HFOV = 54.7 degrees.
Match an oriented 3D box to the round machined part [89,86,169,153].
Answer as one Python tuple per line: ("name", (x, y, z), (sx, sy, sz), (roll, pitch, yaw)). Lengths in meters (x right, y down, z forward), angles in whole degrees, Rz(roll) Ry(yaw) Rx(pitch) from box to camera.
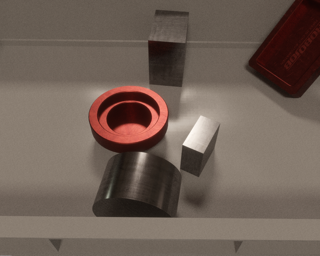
("round machined part", (-0.039, -0.006, 0.399), (0.099, 0.042, 0.098), (0, 50, 0))

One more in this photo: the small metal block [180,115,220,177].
("small metal block", (0.048, 0.022, 0.371), (0.025, 0.050, 0.050), (23, 54, 17))

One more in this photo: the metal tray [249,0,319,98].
("metal tray", (0.205, -0.121, 0.450), (0.090, 0.129, 0.030), (47, 21, 31))

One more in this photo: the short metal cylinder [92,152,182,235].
("short metal cylinder", (-0.021, 0.068, 0.312), (0.080, 0.080, 0.050), (8, 51, 6))

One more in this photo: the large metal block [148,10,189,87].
("large metal block", (0.014, -0.121, 0.471), (0.050, 0.080, 0.080), (6, 50, 4))
